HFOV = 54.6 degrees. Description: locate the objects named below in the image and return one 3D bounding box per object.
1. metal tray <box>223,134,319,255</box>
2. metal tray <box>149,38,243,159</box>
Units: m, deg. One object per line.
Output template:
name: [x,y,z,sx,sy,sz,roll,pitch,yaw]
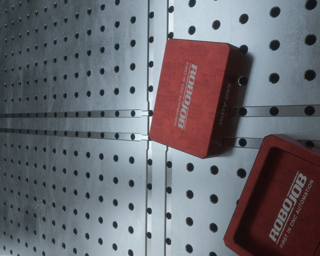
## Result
metal tray: [0.126,0.081,0.302,0.090,0.030,0.129,28,107,36]
metal tray: [0.039,-0.037,0.375,0.090,0.030,0.129,18,101,38]
